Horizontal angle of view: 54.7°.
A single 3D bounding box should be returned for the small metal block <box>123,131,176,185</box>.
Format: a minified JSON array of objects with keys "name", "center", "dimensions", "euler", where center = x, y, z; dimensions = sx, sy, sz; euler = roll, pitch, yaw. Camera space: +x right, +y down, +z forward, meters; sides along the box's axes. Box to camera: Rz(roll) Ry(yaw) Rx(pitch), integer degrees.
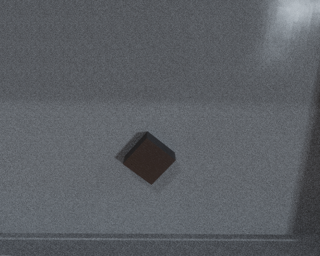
[{"name":"small metal block","center":[-0.014,0.042,0.427],"dimensions":[0.050,0.025,0.050],"euler":[39,105,-14]}]
